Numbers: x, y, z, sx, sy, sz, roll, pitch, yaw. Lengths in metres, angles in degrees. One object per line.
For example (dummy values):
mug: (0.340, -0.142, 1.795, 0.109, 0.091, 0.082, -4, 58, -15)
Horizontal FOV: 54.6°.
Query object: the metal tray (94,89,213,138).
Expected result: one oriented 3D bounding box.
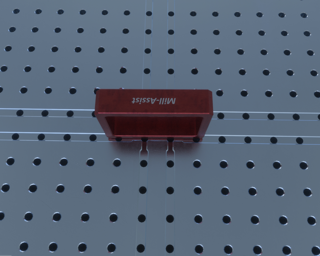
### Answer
metal tray: (-0.006, -0.015, 0.382, 0.131, 0.090, 0.030, 0, 70, 0)
